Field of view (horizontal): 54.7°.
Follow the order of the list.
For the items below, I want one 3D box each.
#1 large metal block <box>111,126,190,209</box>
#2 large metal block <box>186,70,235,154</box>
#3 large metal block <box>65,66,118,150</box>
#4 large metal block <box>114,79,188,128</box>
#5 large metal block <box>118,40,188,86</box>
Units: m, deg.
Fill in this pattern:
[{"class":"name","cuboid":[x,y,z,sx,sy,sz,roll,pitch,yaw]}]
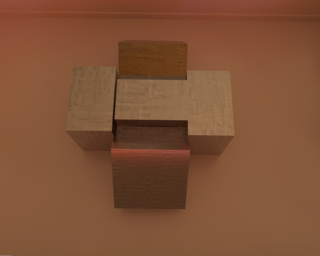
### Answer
[{"class":"large metal block","cuboid":[-0.011,0.045,0.355,0.081,0.079,0.050,1,28,-1]},{"class":"large metal block","cuboid":[0.056,-0.016,0.385,0.050,0.080,0.080,1,70,0]},{"class":"large metal block","cuboid":[-0.077,-0.021,0.386,0.050,0.080,0.080,1,70,0]},{"class":"large metal block","cuboid":[-0.009,-0.019,0.386,0.080,0.080,0.050,1,70,0]},{"class":"large metal block","cuboid":[-0.008,-0.087,0.404,0.080,0.080,0.050,2,108,0]}]
